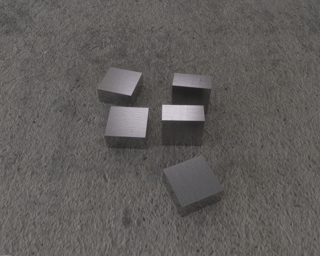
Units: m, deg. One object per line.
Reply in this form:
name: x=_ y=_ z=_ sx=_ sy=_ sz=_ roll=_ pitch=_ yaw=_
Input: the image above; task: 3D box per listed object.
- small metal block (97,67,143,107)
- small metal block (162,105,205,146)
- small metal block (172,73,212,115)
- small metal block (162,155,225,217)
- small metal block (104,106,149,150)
small metal block: x=-0.057 y=-0.060 z=0.453 sx=0.050 sy=0.025 sz=0.050 roll=12 pitch=51 yaw=10
small metal block: x=0.028 y=-0.002 z=0.389 sx=0.050 sy=0.050 sz=0.025 roll=1 pitch=50 yaw=1
small metal block: x=0.043 y=-0.046 z=0.426 sx=0.050 sy=0.050 sz=0.025 roll=6 pitch=51 yaw=5
small metal block: x=0.036 y=0.064 z=0.349 sx=0.050 sy=0.025 sz=0.050 roll=-19 pitch=53 yaw=-15
small metal block: x=-0.042 y=-0.001 z=0.403 sx=0.050 sy=0.025 sz=0.050 roll=3 pitch=50 yaw=2
